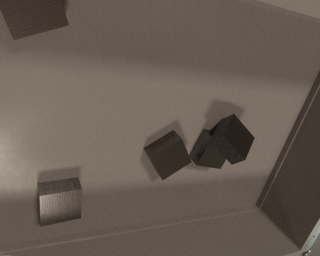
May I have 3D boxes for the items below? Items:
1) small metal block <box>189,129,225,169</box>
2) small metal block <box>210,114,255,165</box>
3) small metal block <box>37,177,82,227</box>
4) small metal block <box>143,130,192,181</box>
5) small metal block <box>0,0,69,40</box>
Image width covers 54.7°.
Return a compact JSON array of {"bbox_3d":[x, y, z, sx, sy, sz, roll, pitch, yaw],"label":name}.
[{"bbox_3d":[0.080,0.033,0.475,0.050,0.025,0.050,13,112,-34],"label":"small metal block"},{"bbox_3d":[0.106,0.016,0.450,0.050,0.025,0.050,47,48,-11],"label":"small metal block"},{"bbox_3d":[-0.129,0.094,0.398,0.050,0.025,0.050,-5,121,-26],"label":"small metal block"},{"bbox_3d":[0.011,0.039,0.441,0.050,0.025,0.050,-32,129,-8],"label":"small metal block"},{"bbox_3d":[-0.116,-0.112,0.276,0.050,0.025,0.050,-22,127,-16],"label":"small metal block"}]
